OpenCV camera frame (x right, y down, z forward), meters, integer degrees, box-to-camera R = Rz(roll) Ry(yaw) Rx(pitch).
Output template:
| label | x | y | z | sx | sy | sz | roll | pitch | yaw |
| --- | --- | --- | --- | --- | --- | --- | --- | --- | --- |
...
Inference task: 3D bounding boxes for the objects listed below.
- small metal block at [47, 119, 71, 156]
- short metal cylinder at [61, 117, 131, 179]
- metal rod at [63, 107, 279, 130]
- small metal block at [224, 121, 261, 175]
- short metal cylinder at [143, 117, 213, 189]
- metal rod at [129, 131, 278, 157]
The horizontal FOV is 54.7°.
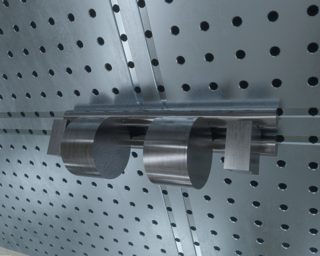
| label | x | y | z | sx | sy | sz | roll | pitch | yaw |
| --- | --- | --- | --- | --- | --- | --- | --- | --- | --- |
| small metal block | -0.130 | 0.018 | 0.446 | 0.025 | 0.050 | 0.050 | 1 | 77 | 28 |
| short metal cylinder | -0.081 | 0.025 | 0.406 | 0.050 | 0.080 | 0.080 | 1 | 119 | 28 |
| metal rod | -0.005 | -0.013 | 0.406 | 0.300 | 0.025 | 0.025 | 1 | 119 | 27 |
| small metal block | 0.090 | 0.022 | 0.332 | 0.025 | 0.050 | 0.050 | 1 | 78 | 28 |
| short metal cylinder | 0.023 | 0.027 | 0.352 | 0.050 | 0.080 | 0.080 | 1 | 119 | 28 |
| metal rod | 0.000 | 0.018 | 0.423 | 0.300 | 0.025 | 0.025 | 1 | 119 | 27 |
